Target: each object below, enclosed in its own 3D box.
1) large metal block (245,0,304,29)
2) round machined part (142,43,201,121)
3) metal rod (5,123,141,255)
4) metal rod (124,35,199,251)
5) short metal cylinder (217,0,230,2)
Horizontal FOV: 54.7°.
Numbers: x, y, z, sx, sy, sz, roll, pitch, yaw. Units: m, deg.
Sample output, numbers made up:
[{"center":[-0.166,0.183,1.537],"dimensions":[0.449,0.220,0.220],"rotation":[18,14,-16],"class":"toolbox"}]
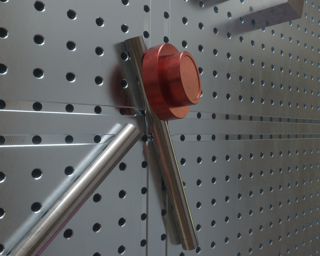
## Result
[{"center":[0.205,-0.233,0.548],"dimensions":[0.050,0.080,0.080],"rotation":[22,76,-38],"class":"large metal block"},{"center":[0.021,-0.060,0.395],"dimensions":[0.098,0.042,0.098],"rotation":[26,60,-58],"class":"round machined part"},{"center":[-0.118,0.105,0.311],"dimensions":[0.301,0.025,0.025],"rotation":[-50,120,-28],"class":"metal rod"},{"center":[0.006,0.029,0.416],"dimensions":[0.025,0.025,0.298],"rotation":[-25,106,-38],"class":"metal rod"},{"center":[0.115,-0.249,0.491],"dimensions":[0.081,0.050,0.079],"rotation":[0,90,-40],"class":"short metal cylinder"}]
